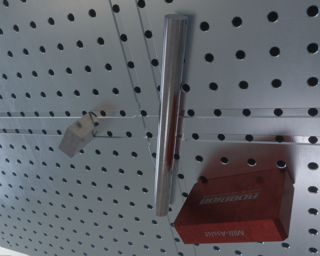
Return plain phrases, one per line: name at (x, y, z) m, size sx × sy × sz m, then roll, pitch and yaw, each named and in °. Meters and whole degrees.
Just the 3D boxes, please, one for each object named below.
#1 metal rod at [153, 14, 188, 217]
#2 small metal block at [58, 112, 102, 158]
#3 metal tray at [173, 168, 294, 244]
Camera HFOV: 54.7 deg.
metal rod at (0.009, 0.006, 0.410) m, size 0.025 × 0.025 × 0.298 m, roll 16°, pitch 125°, yaw 19°
small metal block at (-0.120, 0.010, 0.465) m, size 0.025 × 0.050 × 0.050 m, roll 39°, pitch 129°, yaw 2°
metal tray at (0.090, 0.097, 0.381) m, size 0.130 × 0.090 × 0.030 m, roll -17°, pitch 110°, yaw 34°
